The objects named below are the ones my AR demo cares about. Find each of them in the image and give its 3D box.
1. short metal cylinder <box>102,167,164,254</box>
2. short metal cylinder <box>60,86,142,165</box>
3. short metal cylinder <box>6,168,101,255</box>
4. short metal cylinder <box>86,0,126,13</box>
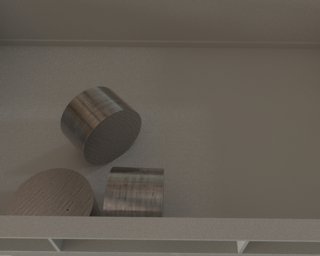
[{"bbox_3d":[-0.023,0.079,0.303,0.050,0.080,0.080,2,50,2],"label":"short metal cylinder"},{"bbox_3d":[-0.069,-0.003,0.371,0.080,0.080,0.050,-34,58,-25],"label":"short metal cylinder"},{"bbox_3d":[-0.104,0.088,0.314,0.080,0.050,0.080,0,50,0],"label":"short metal cylinder"},{"bbox_3d":[-0.110,-0.275,0.622,0.080,0.050,0.080,0,50,0],"label":"short metal cylinder"}]
